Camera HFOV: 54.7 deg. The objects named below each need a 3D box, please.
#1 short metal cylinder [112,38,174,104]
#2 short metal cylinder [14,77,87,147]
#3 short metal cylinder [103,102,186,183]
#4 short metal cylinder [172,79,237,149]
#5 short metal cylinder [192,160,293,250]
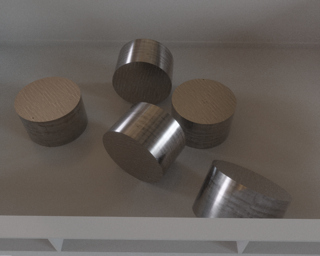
[{"bbox_3d":[-0.022,-0.077,0.434,0.080,0.080,0.050,3,50,3],"label":"short metal cylinder"},{"bbox_3d":[-0.140,-0.022,0.406,0.080,0.050,0.080,0,50,0],"label":"short metal cylinder"},{"bbox_3d":[-0.018,0.017,0.355,0.080,0.080,0.050,26,55,20],"label":"short metal cylinder"},{"bbox_3d":[0.055,-0.019,0.405,0.080,0.050,0.080,0,50,0],"label":"short metal cylinder"},{"bbox_3d":[0.079,0.072,0.302,0.080,0.050,0.080,21,10,-4],"label":"short metal cylinder"}]
